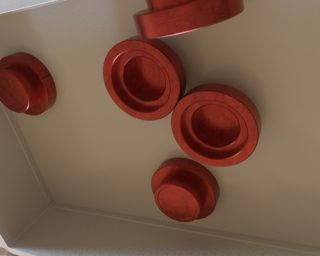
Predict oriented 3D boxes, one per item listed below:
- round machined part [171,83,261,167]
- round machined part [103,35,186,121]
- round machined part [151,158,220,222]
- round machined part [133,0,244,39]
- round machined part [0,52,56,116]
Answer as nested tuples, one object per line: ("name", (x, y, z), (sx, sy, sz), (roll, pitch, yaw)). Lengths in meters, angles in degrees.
("round machined part", (0.066, -0.007, 0.358), (0.098, 0.042, 0.097), (13, 125, 19))
("round machined part", (-0.015, -0.061, 0.368), (0.098, 0.042, 0.097), (13, 124, 21))
("round machined part", (0.031, 0.094, 0.440), (0.098, 0.042, 0.097), (13, 124, 21))
("round machined part", (0.023, -0.116, 0.278), (0.098, 0.098, 0.042), (-2, 118, 29))
("round machined part", (-0.211, -0.062, 0.471), (0.098, 0.042, 0.097), (13, 124, 21))
